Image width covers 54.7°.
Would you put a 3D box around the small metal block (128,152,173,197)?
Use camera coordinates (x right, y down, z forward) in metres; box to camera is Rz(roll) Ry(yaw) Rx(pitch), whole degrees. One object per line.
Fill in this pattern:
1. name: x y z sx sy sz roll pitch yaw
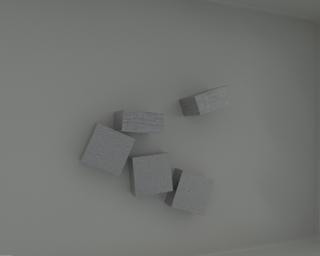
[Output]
1. small metal block: -0.013 0.059 0.406 0.050 0.025 0.050 -6 92 -20

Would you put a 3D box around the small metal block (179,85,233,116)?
1. small metal block: 0.061 -0.036 0.419 0.050 0.050 0.025 -20 97 -19

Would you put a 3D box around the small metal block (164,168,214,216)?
1. small metal block: 0.040 0.087 0.425 0.050 0.025 0.050 20 83 -19

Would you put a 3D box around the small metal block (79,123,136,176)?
1. small metal block: -0.066 0.026 0.386 0.050 0.025 0.050 25 82 -19

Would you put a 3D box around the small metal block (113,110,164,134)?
1. small metal block: -0.028 -0.007 0.387 0.050 0.050 0.025 4 89 -20
